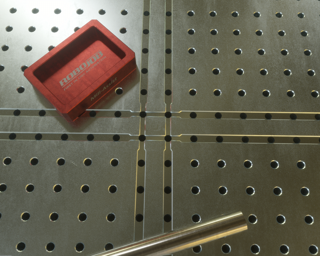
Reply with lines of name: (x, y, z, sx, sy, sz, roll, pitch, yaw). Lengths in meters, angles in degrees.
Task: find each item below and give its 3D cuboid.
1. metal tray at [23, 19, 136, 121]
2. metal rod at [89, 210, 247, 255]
metal tray: (-0.110, -0.084, 0.438, 0.090, 0.030, 0.130, 43, 75, 14)
metal rod: (-0.046, 0.150, 0.356, 0.302, 0.025, 0.025, -15, 71, -6)
